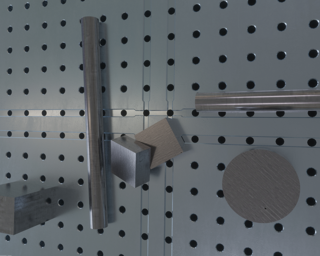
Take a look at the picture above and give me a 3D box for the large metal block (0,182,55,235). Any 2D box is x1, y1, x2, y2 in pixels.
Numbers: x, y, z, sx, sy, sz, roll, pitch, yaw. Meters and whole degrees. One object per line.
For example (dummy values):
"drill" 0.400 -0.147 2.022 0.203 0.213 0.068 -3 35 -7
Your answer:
"large metal block" -0.217 0.115 0.460 0.080 0.080 0.050 2 91 20

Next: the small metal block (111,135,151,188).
"small metal block" -0.039 0.043 0.409 0.050 0.025 0.050 23 120 40

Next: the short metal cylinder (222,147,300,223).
"short metal cylinder" 0.116 0.063 0.358 0.080 0.050 0.080 0 90 20

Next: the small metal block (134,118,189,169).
"small metal block" 0.002 0.020 0.412 0.050 0.025 0.050 -30 80 17

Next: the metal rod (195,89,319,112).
"metal rod" 0.190 -0.032 0.345 0.301 0.025 0.025 0 90 19

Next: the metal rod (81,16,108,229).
"metal rod" -0.094 -0.008 0.445 0.025 0.025 0.298 -3 89 20
